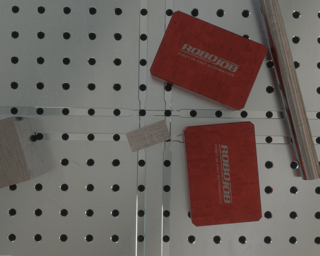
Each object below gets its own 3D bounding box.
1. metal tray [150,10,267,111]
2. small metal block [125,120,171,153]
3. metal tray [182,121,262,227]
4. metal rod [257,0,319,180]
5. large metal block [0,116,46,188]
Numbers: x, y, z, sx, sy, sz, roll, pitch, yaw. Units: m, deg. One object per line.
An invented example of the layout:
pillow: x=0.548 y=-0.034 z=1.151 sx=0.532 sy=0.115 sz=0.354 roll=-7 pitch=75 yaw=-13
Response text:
metal tray: x=0.063 y=-0.087 z=0.412 sx=0.131 sy=0.030 sz=0.090 roll=22 pitch=90 yaw=-1
small metal block: x=-0.014 y=0.010 z=0.401 sx=0.050 sy=0.050 sz=0.025 roll=-20 pitch=90 yaw=0
metal tray: x=0.081 y=0.059 z=0.412 sx=0.091 sy=0.030 sz=0.129 roll=-5 pitch=90 yaw=-1
metal rod: x=0.168 y=-0.078 z=0.415 sx=0.025 sy=0.025 sz=0.298 roll=-14 pitch=90 yaw=0
large metal block: x=-0.206 y=0.035 z=0.398 sx=0.080 sy=0.050 sz=0.080 roll=-16 pitch=90 yaw=-1
